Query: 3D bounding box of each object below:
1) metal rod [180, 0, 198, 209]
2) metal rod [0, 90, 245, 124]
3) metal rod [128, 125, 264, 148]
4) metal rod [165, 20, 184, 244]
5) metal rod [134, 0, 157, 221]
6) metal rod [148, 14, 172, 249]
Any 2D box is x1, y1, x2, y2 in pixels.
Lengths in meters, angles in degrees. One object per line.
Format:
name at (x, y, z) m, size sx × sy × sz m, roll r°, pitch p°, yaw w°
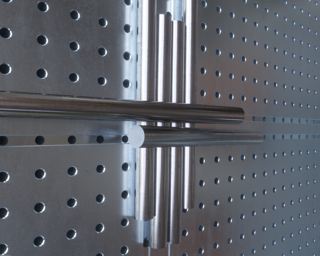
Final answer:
metal rod at (0.040, -0.038, 0.440) m, size 0.025 × 0.025 × 0.298 m, roll 1°, pitch 89°, yaw -40°
metal rod at (-0.019, -0.020, 0.362) m, size 0.302 × 0.025 × 0.025 m, roll 1°, pitch 90°, yaw -31°
metal rod at (0.075, 0.013, 0.444) m, size 0.302 × 0.025 × 0.025 m, roll 2°, pitch 89°, yaw -48°
metal rod at (0.019, 0.005, 0.425) m, size 0.025 × 0.025 × 0.298 m, roll 1°, pitch 89°, yaw -40°
metal rod at (-0.019, -0.036, 0.391) m, size 0.025 × 0.025 × 0.298 m, roll 1°, pitch 89°, yaw -40°
metal rod at (0.000, 0.004, 0.407) m, size 0.025 × 0.025 × 0.298 m, roll 2°, pitch 89°, yaw -40°
